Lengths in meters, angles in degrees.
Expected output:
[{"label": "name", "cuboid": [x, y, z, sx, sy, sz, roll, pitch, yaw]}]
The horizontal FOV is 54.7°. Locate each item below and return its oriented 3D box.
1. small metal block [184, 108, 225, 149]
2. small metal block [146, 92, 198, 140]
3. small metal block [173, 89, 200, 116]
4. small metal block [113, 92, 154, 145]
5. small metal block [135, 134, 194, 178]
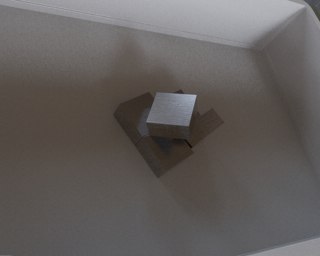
[{"label": "small metal block", "cuboid": [0.050, 0.005, 0.413, 0.050, 0.050, 0.025, -32, 80, -39]}, {"label": "small metal block", "cuboid": [0.016, -0.015, 0.375, 0.050, 0.025, 0.050, 6, 51, 15]}, {"label": "small metal block", "cuboid": [0.022, -0.020, 0.429, 0.050, 0.025, 0.050, -28, 77, -38]}, {"label": "small metal block", "cuboid": [-0.023, -0.013, 0.401, 0.050, 0.025, 0.050, -28, 77, -38]}, {"label": "small metal block", "cuboid": [0.006, 0.027, 0.392, 0.050, 0.025, 0.050, -28, 77, -38]}]
